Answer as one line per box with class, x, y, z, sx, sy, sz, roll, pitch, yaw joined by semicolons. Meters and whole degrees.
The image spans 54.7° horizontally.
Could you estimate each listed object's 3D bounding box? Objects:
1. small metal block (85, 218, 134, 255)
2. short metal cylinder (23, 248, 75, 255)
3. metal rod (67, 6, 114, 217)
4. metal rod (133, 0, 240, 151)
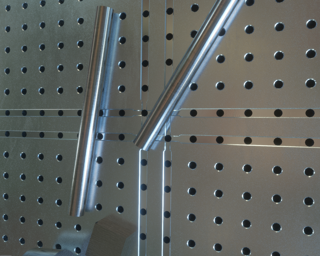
small metal block;-0.071;0.163;0.436;0.050;0.025;0.050;20;97;18
short metal cylinder;-0.161;0.214;0.439;0.050;0.080;0.079;-4;89;20
metal rod;-0.100;-0.022;0.446;0.025;0.025;0.298;10;93;19
metal rod;0.050;-0.102;0.394;0.025;0.025;0.299;34;101;16
